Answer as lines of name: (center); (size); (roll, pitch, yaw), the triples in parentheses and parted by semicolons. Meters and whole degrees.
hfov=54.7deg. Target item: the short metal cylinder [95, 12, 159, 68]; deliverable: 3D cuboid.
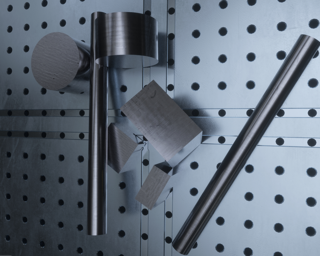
short metal cylinder: (-0.043, -0.110, 0.398); (0.080, 0.080, 0.050); (-1, 90, 20)

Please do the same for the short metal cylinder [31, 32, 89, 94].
short metal cylinder: (-0.136, -0.092, 0.447); (0.080, 0.050, 0.080); (0, 90, 20)

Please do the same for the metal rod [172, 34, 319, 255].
metal rod: (0.099, 0.028, 0.377); (0.025, 0.025, 0.299); (32, 100, 17)

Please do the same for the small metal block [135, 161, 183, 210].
small metal block: (0.000, 0.072, 0.399); (0.025, 0.050, 0.050); (32, 101, 17)

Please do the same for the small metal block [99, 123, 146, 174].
small metal block: (-0.057, 0.027, 0.433); (0.050, 0.025, 0.050); (38, 102, 16)

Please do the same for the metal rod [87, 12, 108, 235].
metal rod: (-0.083, -0.013, 0.418); (0.025, 0.025, 0.298); (-5, 80, 20)

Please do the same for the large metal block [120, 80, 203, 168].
large metal block: (0.005, -0.001, 0.375); (0.050, 0.080, 0.080); (-41, 76, -3)
